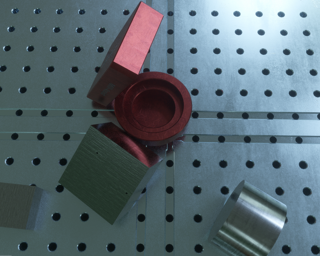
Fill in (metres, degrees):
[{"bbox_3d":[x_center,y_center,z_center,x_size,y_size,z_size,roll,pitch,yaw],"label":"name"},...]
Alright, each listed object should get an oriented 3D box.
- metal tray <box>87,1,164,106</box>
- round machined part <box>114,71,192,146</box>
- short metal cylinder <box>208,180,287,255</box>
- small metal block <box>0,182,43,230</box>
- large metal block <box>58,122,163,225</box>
[{"bbox_3d":[-0.048,-0.086,0.387,0.030,0.130,0.090,27,70,-18],"label":"metal tray"},{"bbox_3d":[-0.009,-0.022,0.410,0.099,0.042,0.098,0,69,-1],"label":"round machined part"},{"bbox_3d":[0.096,0.105,0.344,0.050,0.080,0.080,31,73,10],"label":"short metal cylinder"},{"bbox_3d":[-0.177,0.095,0.376,0.050,0.025,0.050,6,70,2],"label":"small metal block"},{"bbox_3d":[-0.056,0.050,0.362,0.080,0.050,0.080,35,104,11],"label":"large metal block"}]
